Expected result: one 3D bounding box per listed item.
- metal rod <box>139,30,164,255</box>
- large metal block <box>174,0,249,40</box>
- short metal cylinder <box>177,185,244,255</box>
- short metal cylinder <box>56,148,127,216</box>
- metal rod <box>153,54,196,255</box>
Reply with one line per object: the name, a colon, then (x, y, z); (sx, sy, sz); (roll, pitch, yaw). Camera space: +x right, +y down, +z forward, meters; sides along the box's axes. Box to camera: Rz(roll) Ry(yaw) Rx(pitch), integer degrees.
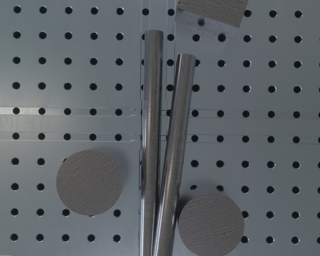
metal rod: (-0.012, 0.022, 0.413); (0.025, 0.025, 0.298); (2, 90, 0)
large metal block: (0.071, -0.172, 0.401); (0.080, 0.050, 0.080); (19, 90, 0)
short metal cylinder: (0.062, 0.118, 0.401); (0.081, 0.050, 0.079); (0, 90, 0)
short metal cylinder: (-0.085, 0.066, 0.400); (0.081, 0.050, 0.079); (0, 90, 0)
metal rod: (0.017, 0.052, 0.403); (0.025, 0.025, 0.298); (7, 86, 0)
